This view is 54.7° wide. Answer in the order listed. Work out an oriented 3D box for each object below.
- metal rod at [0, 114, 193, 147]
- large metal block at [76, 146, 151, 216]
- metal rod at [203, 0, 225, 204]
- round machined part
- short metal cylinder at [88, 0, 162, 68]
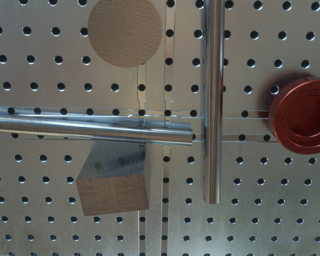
[{"bbox_3d":[-0.108,0.001,0.412,0.302,0.025,0.025,5,110,-2],"label":"metal rod"},{"bbox_3d":[-0.056,0.067,0.408,0.080,0.080,0.050,-6,110,2],"label":"large metal block"},{"bbox_3d":[0.069,-0.035,0.401,0.025,0.025,0.298,-3,110,0],"label":"metal rod"},{"bbox_3d":[0.189,-0.018,0.400,0.099,0.042,0.097,0,110,-1],"label":"round machined part"},{"bbox_3d":[-0.038,-0.114,0.358,0.081,0.050,0.079,0,110,-1],"label":"short metal cylinder"}]
